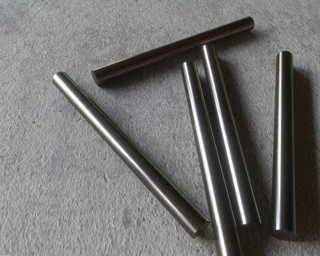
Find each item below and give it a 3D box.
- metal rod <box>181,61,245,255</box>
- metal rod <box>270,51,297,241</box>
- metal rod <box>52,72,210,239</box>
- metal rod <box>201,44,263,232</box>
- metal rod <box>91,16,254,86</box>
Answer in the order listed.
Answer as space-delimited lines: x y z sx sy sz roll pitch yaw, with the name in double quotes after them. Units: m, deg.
0.057 0.020 0.386 0.025 0.025 0.300 -4 50 -3 "metal rod"
0.163 -0.003 0.406 0.025 0.025 0.300 11 51 9 "metal rod"
-0.053 0.015 0.389 0.025 0.025 0.300 -32 57 -24 "metal rod"
0.086 -0.013 0.414 0.025 0.025 0.300 -2 50 -2 "metal rod"
0.032 -0.133 0.514 0.302 0.025 0.025 -24 54 -19 "metal rod"
